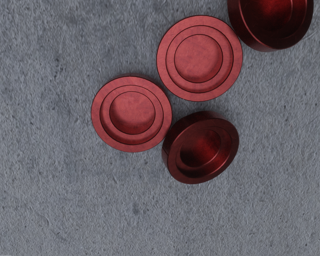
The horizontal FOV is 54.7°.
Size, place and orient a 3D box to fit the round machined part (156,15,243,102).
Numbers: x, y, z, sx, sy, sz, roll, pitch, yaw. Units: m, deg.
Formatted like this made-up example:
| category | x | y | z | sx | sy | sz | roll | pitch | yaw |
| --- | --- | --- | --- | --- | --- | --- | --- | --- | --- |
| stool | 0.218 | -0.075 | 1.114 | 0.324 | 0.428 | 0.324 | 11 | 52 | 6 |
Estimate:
| category | x | y | z | sx | sy | sz | roll | pitch | yaw |
| --- | --- | --- | --- | --- | --- | --- | --- | --- | --- |
| round machined part | 0.045 | -0.084 | 0.370 | 0.099 | 0.042 | 0.097 | 0 | 110 | 0 |

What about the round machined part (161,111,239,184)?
| category | x | y | z | sx | sy | sz | roll | pitch | yaw |
| --- | --- | --- | --- | --- | --- | --- | --- | --- | --- |
| round machined part | 0.047 | 0.021 | 0.397 | 0.099 | 0.042 | 0.097 | -11 | 123 | -17 |

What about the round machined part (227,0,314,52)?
| category | x | y | z | sx | sy | sz | roll | pitch | yaw |
| --- | --- | --- | --- | --- | --- | --- | --- | --- | --- |
| round machined part | 0.115 | -0.132 | 0.339 | 0.099 | 0.042 | 0.097 | -2 | 94 | -22 |

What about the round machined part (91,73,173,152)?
| category | x | y | z | sx | sy | sz | roll | pitch | yaw |
| --- | --- | --- | --- | --- | --- | --- | --- | --- | --- |
| round machined part | -0.034 | -0.022 | 0.392 | 0.099 | 0.042 | 0.097 | 0 | 110 | 0 |
